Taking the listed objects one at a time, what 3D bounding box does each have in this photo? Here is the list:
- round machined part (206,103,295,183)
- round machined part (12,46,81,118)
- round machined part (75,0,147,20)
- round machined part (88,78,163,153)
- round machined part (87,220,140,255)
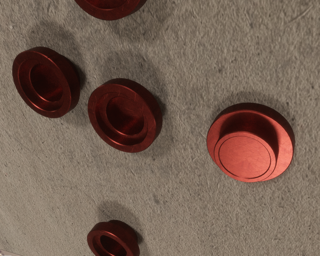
[{"bbox_3d":[0.101,0.023,0.357,0.098,0.042,0.097,13,124,20],"label":"round machined part"},{"bbox_3d":[-0.152,-0.066,0.433,0.098,0.042,0.097,13,124,20],"label":"round machined part"},{"bbox_3d":[-0.049,-0.165,0.318,0.098,0.042,0.097,13,124,20],"label":"round machined part"},{"bbox_3d":[-0.041,-0.019,0.404,0.098,0.042,0.097,13,124,20],"label":"round machined part"},{"bbox_3d":[-0.080,0.207,0.564,0.098,0.042,0.097,13,124,20],"label":"round machined part"}]
